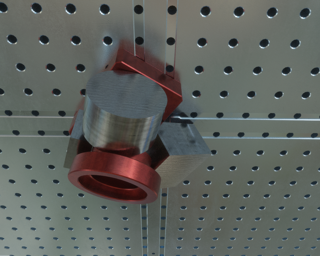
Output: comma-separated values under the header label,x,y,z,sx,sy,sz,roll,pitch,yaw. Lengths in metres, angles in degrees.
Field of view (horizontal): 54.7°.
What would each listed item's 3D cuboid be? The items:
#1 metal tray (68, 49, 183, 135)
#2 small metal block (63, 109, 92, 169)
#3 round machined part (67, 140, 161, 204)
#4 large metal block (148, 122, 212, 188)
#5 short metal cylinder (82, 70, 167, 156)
label,x,y,z,sx,sy,sz,roll,pitch,yaw
metal tray,-0.045,-0.023,0.389,0.090,0.030,0.129,28,125,-22
small metal block,-0.092,0.015,0.365,0.025,0.050,0.050,15,128,-13
round machined part,-0.047,0.048,0.342,0.099,0.042,0.098,9,151,6
large metal block,0.006,0.038,0.404,0.081,0.050,0.080,3,139,-45
short metal cylinder,-0.038,-0.017,0.321,0.081,0.080,0.050,10,129,-9
